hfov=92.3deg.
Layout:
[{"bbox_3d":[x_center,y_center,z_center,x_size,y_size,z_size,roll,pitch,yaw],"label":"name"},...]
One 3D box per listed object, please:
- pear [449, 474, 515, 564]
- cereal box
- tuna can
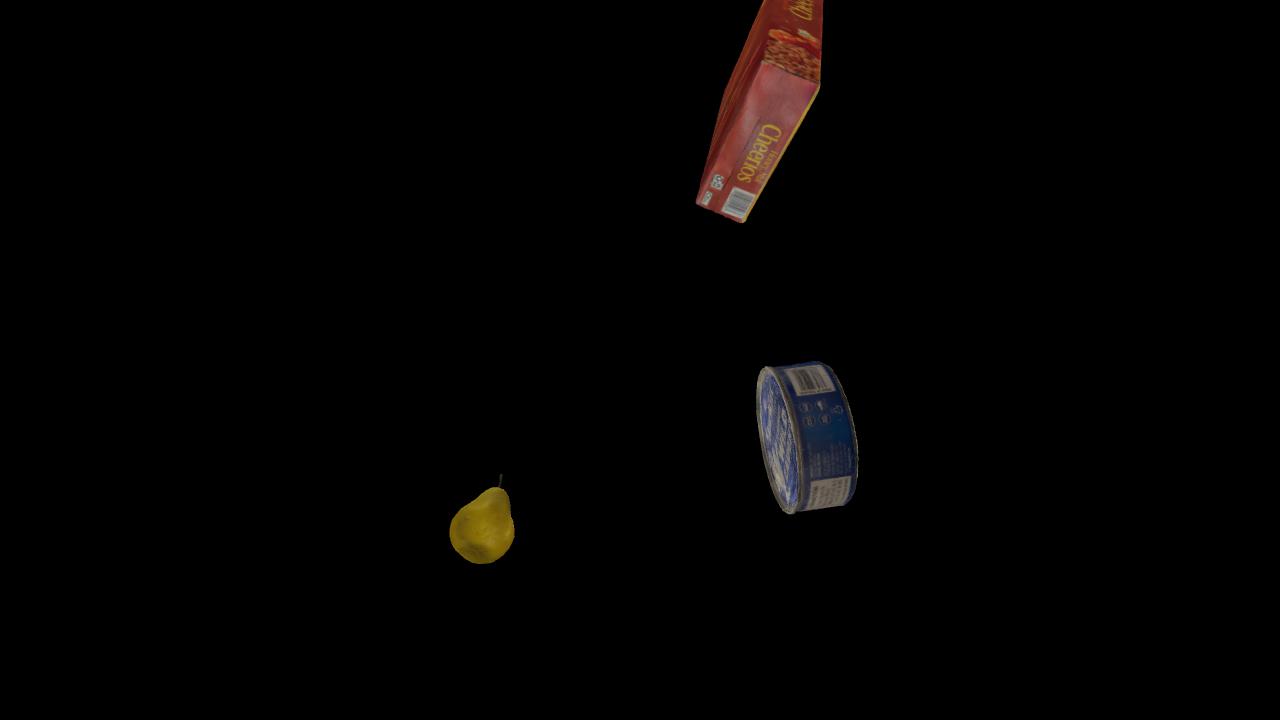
[{"bbox_3d":[-0.192,0.201,0.786,0.080,0.080,0.111,0,38,20],"label":"pear"},{"bbox_3d":[0.162,-0.356,0.810,0.081,0.306,0.203,20,-40,-5],"label":"cereal box"},{"bbox_3d":[0.093,0.043,0.350,0.034,0.084,0.084,-8,0,-2],"label":"tuna can"}]
